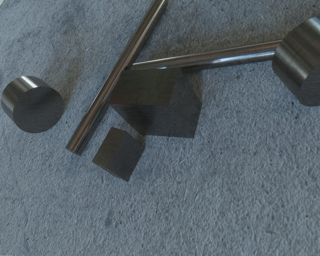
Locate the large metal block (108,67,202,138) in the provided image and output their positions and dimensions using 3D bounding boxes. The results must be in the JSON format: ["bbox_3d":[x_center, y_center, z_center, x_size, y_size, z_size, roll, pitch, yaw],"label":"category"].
[{"bbox_3d":[-0.003,-0.029,0.388,0.080,0.080,0.050,3,64,29],"label":"large metal block"}]

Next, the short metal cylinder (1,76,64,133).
[{"bbox_3d":[-0.205,-0.038,0.499,0.050,0.080,0.080,33,80,38],"label":"short metal cylinder"}]

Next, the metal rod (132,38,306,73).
[{"bbox_3d":[0.098,-0.095,0.410,0.300,0.025,0.025,-3,60,26],"label":"metal rod"}]

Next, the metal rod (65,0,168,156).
[{"bbox_3d":[-0.062,-0.093,0.493,0.025,0.025,0.300,15,69,34],"label":"metal rod"}]

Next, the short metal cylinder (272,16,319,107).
[{"bbox_3d":[0.167,-0.068,0.323,0.080,0.080,0.050,-30,52,9],"label":"short metal cylinder"}]

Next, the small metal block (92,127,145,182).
[{"bbox_3d":[-0.051,0.034,0.394,0.025,0.050,0.050,15,70,34],"label":"small metal block"}]
